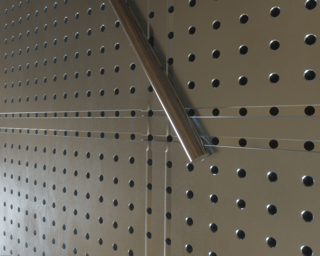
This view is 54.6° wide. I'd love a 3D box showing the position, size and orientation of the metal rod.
[{"bbox_3d":[-0.014,-0.090,0.421,0.025,0.025,0.299,-40,66,33],"label":"metal rod"}]
